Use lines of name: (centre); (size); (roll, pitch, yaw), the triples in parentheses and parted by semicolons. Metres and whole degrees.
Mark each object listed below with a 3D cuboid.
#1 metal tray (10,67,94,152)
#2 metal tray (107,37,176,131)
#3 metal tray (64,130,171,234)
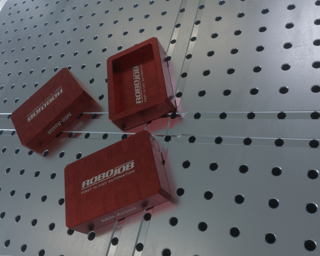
metal tray: (-0.184, -0.033, 0.524); (0.130, 0.030, 0.090); (-42, 51, -1)
metal tray: (-0.032, -0.068, 0.464); (0.090, 0.030, 0.130); (-20, 54, 16)
metal tray: (-0.059, 0.068, 0.395); (0.130, 0.030, 0.090); (-24, 53, 13)
